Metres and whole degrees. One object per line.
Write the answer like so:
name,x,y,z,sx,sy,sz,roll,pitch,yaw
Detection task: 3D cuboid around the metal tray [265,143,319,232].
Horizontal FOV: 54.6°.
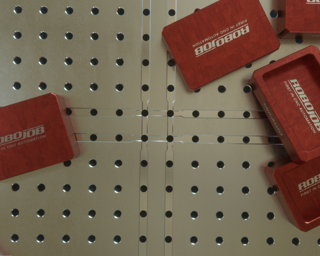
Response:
metal tray,0.221,0.067,0.412,0.130,0.030,0.090,-27,90,0

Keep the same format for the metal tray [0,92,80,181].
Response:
metal tray,-0.184,0.014,0.410,0.131,0.030,0.090,-17,90,0

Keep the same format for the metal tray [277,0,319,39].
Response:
metal tray,0.227,-0.167,0.412,0.131,0.030,0.090,1,90,0

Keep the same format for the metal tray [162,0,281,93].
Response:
metal tray,0.078,-0.115,0.411,0.130,0.030,0.090,-26,90,0

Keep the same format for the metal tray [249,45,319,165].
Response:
metal tray,0.185,-0.030,0.395,0.090,0.030,0.130,-24,76,0
